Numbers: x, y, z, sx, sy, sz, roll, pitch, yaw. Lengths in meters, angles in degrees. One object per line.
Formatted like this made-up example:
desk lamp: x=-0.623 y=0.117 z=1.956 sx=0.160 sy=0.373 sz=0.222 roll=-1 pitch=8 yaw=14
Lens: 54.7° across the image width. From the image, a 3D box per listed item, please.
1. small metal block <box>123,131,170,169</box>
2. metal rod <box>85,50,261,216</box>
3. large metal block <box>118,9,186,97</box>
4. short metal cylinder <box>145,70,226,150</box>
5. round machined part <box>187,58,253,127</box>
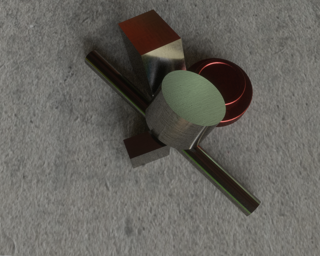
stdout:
small metal block: x=-0.016 y=0.025 z=0.387 sx=0.050 sy=0.050 sz=0.025 roll=-20 pitch=71 yaw=-8
metal rod: x=0.008 y=-0.002 z=0.411 sx=0.300 sy=0.025 sz=0.025 roll=43 pitch=75 yaw=14
large metal block: x=-0.007 y=-0.093 z=0.403 sx=0.050 sy=0.080 sz=0.080 roll=-26 pitch=50 yaw=-8
short metal cylinder: x=0.029 y=-0.021 z=0.365 sx=0.081 sy=0.050 sz=0.080 roll=14 pitch=51 yaw=-18
round machined part: x=0.077 y=-0.054 z=0.420 sx=0.099 sy=0.042 sz=0.098 roll=0 pitch=70 yaw=-1
